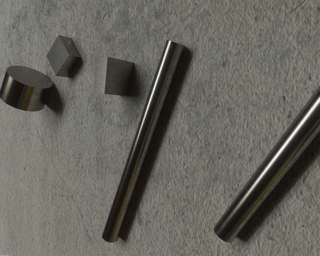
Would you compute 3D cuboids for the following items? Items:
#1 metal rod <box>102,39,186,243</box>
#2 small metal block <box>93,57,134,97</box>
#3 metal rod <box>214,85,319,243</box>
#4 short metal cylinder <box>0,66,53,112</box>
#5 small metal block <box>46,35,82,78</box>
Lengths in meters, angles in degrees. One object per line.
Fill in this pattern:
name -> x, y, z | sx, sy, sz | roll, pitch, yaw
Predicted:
metal rod -> -0.028, 0.029, 0.427 | 0.025, 0.025, 0.298 | 31, 109, 36
small metal block -> -0.066, -0.072, 0.443 | 0.025, 0.050, 0.050 | 10, 96, 39
metal rod -> 0.138, -0.003, 0.290 | 0.025, 0.025, 0.298 | 43, 116, 31
short metal cylinder -> -0.247, -0.074, 0.573 | 0.080, 0.081, 0.050 | 43, 116, 31
small metal block -> -0.170, -0.126, 0.545 | 0.050, 0.025, 0.050 | -45, 63, 30
